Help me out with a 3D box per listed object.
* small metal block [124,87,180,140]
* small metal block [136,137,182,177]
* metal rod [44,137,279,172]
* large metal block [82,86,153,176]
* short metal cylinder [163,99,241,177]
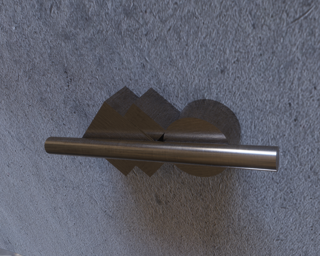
[{"bbox_3d":[-0.008,-0.018,0.386,0.050,0.050,0.025,40,129,0],"label":"small metal block"},{"bbox_3d":[0.000,0.030,0.412,0.025,0.050,0.050,41,129,0],"label":"small metal block"},{"bbox_3d":[-0.020,0.027,0.368,0.300,0.025,0.025,1,119,27],"label":"metal rod"},{"bbox_3d":[-0.046,0.005,0.418,0.080,0.050,0.080,41,129,0],"label":"large metal block"},{"bbox_3d":[0.051,0.012,0.371,0.080,0.050,0.079,13,124,21],"label":"short metal cylinder"}]
